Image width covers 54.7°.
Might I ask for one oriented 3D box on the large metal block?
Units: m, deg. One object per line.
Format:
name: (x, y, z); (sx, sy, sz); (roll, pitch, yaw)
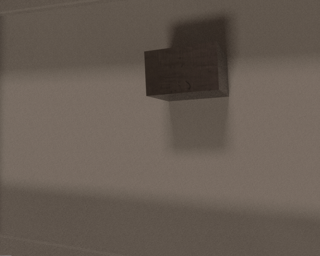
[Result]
large metal block: (0.035, -0.062, 0.368); (0.080, 0.080, 0.050); (-3, 89, 19)
